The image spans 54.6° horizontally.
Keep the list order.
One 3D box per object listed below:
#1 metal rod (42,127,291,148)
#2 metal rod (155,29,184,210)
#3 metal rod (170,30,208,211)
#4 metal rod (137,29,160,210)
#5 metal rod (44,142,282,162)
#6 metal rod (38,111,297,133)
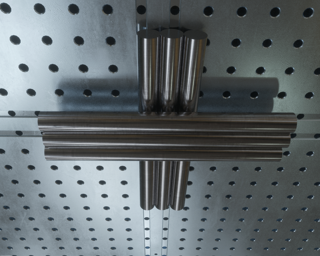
[{"bbox_3d":[0.009,0.012,0.389,0.302,0.025,0.025,0,130,-1],"label":"metal rod"},{"bbox_3d":[0.008,0.014,0.423,0.025,0.025,0.298,1,130,-1],"label":"metal rod"},{"bbox_3d":[0.033,0.015,0.424,0.025,0.025,0.298,1,130,-1],"label":"metal rod"},{"bbox_3d":[-0.017,0.014,0.423,0.025,0.025,0.298,1,130,-1],"label":"metal rod"},{"bbox_3d":[0.005,0.031,0.405,0.302,0.025,0.025,0,130,-1],"label":"metal rod"},{"bbox_3d":[0.009,-0.007,0.372,0.302,0.025,0.025,0,130,-1],"label":"metal rod"}]
